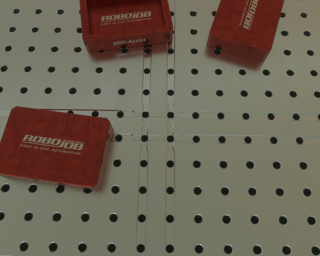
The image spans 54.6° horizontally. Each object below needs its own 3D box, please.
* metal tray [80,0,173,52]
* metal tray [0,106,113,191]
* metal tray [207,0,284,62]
[{"bbox_3d":[-0.051,-0.168,0.470,0.131,0.030,0.090,-8,70,-3],"label":"metal tray"},{"bbox_3d":[-0.134,0.026,0.399,0.131,0.030,0.090,8,70,3],"label":"metal tray"},{"bbox_3d":[0.134,-0.173,0.473,0.090,0.030,0.130,18,71,6],"label":"metal tray"}]
